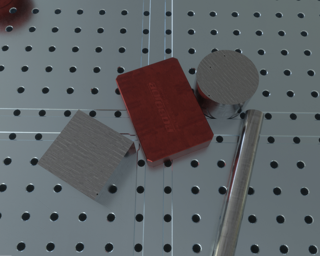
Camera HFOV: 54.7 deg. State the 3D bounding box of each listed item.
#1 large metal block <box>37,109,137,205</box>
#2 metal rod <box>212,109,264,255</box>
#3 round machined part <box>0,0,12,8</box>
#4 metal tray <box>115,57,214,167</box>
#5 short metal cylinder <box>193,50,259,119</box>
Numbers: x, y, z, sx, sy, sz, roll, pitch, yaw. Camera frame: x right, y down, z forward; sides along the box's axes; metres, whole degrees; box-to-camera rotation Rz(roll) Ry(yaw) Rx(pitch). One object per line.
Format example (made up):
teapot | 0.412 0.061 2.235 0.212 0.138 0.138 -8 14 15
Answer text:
large metal block | -0.086 0.037 0.384 0.080 0.050 0.080 30 73 10
metal rod | 0.084 0.115 0.370 0.025 0.025 0.299 17 71 5
round machined part | -0.267 -0.226 0.482 0.099 0.042 0.098 0 70 -1
metal tray | 0.004 -0.024 0.418 0.091 0.030 0.130 -20 71 -8
short metal cylinder | 0.087 -0.058 0.421 0.081 0.050 0.080 0 70 0
